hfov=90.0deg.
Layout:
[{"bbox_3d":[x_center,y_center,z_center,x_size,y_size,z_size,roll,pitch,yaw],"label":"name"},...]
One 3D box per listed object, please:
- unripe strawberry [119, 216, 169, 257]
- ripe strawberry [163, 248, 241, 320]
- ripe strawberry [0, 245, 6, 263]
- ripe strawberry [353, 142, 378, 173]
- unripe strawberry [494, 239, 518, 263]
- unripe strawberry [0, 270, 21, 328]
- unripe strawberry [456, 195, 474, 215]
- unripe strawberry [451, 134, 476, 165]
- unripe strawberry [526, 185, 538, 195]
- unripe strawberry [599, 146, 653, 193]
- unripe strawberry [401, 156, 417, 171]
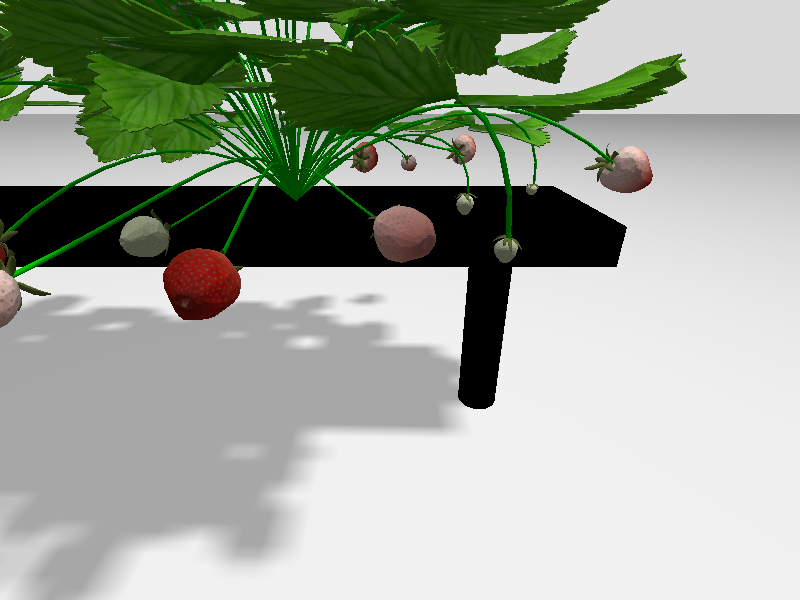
[{"bbox_3d":[-0.140,-0.033,0.217,0.022,0.023,0.023,9,28,17],"label":"unripe strawberry"},{"bbox_3d":[-0.077,-0.005,0.154,0.027,0.028,0.029,-2,27,-3],"label":"ripe strawberry"},{"bbox_3d":[-0.209,-0.025,0.193,0.024,0.027,0.026,18,32,31],"label":"ripe strawberry"},{"bbox_3d":[-0.039,-0.169,0.474,0.030,0.034,0.033,9,27,17],"label":"ripe strawberry"},{"bbox_3d":[0.046,-0.021,0.174,0.011,0.011,0.010,-18,32,-32],"label":"unripe strawberry"},{"bbox_3d":[-0.158,-0.001,0.141,0.033,0.028,0.033,8,28,15],"label":"unripe strawberry"},{"bbox_3d":[0.047,-0.069,0.290,0.012,0.015,0.015,11,28,21],"label":"unripe strawberry"},{"bbox_3d":[0.087,-0.201,0.534,0.033,0.038,0.036,20,32,34],"label":"unripe strawberry"},{"bbox_3d":[0.119,-0.100,0.362,0.010,0.010,0.009,-2,27,-5],"label":"unripe strawberry"},{"bbox_3d":[0.206,-0.116,0.361,0.046,0.039,0.045,18,23,-14],"label":"unripe strawberry"},{"bbox_3d":[0.011,-0.165,0.485,0.019,0.017,0.019,16,-16,29],"label":"unripe strawberry"}]
